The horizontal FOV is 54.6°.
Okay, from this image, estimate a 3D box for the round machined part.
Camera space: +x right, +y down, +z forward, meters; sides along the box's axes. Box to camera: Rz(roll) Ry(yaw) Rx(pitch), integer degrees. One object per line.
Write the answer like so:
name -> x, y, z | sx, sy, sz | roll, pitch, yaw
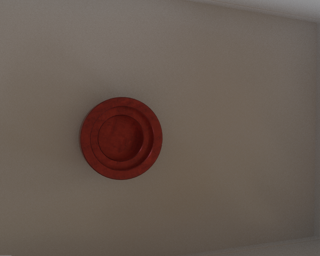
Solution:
round machined part -> -0.050, 0.012, 0.383 | 0.099, 0.042, 0.097 | 0, 90, -20
